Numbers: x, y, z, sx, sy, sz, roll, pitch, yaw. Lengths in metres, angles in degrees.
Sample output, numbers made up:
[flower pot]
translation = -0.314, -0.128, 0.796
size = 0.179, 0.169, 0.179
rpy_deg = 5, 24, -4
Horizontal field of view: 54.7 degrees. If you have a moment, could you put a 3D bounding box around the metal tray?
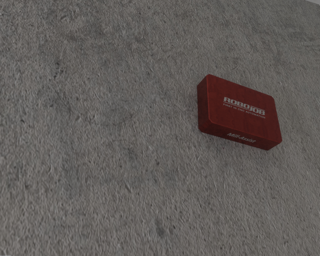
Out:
[metal tray]
translation = 0.122, -0.024, 0.480
size = 0.131, 0.030, 0.090
rpy_deg = 15, 56, -20
